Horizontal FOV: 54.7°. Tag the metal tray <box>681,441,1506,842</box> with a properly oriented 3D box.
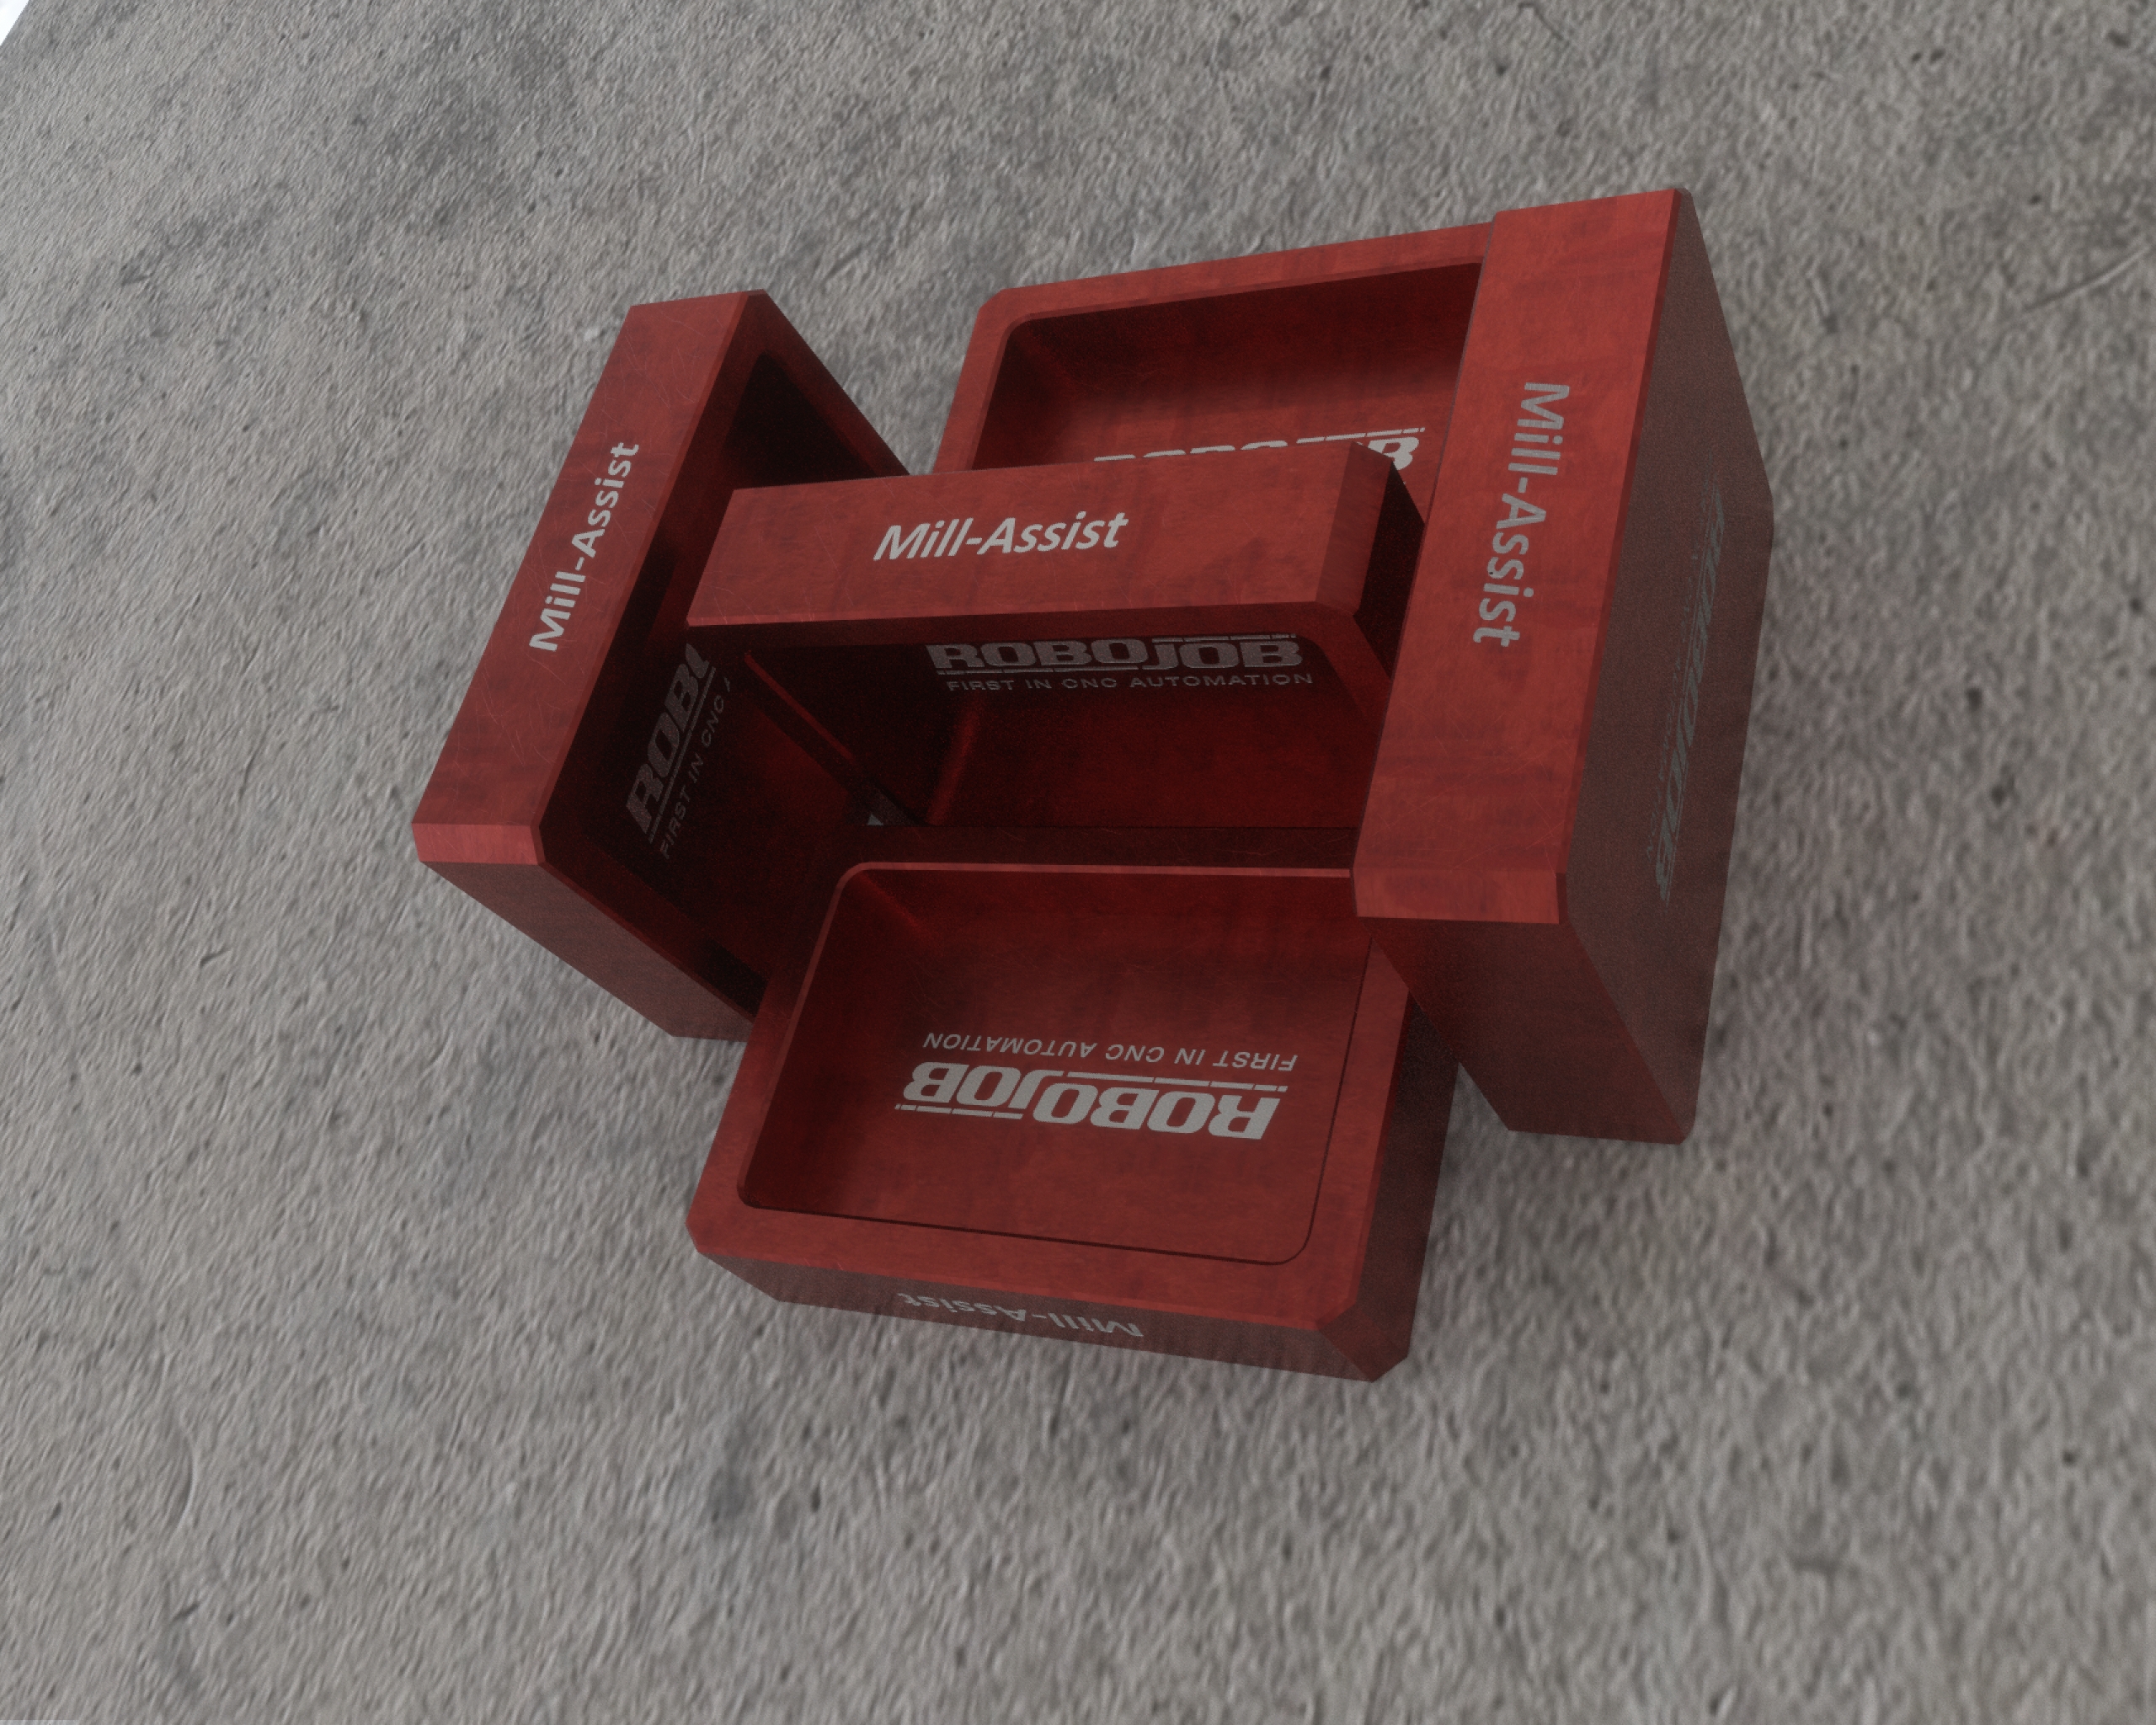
[{"bbox_3d":[0.006,-0.034,0.383,0.130,0.090,0.030,1,64,29],"label":"metal tray"}]

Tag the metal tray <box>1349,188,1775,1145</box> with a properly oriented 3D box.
[{"bbox_3d":[0.084,-0.030,0.338,0.030,0.090,0.130,1,62,29],"label":"metal tray"}]

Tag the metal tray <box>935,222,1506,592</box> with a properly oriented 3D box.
[{"bbox_3d":[0.033,-0.082,0.436,0.130,0.030,0.090,1,65,28],"label":"metal tray"}]

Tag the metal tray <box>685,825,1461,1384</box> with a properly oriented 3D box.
[{"bbox_3d":[0.001,0.039,0.379,0.130,0.030,0.090,1,61,28],"label":"metal tray"}]

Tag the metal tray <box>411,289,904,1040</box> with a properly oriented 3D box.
[{"bbox_3d":[-0.074,-0.039,0.426,0.030,0.090,0.130,1,63,29],"label":"metal tray"}]
